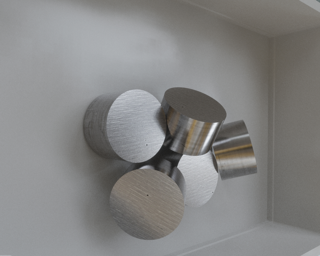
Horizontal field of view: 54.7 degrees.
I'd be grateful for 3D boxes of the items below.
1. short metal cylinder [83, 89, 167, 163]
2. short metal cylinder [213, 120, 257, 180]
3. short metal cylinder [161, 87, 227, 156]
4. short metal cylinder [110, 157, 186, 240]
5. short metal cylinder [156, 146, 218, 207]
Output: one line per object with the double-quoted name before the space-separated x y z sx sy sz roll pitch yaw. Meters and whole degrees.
"short metal cylinder" -0.039 -0.002 0.356 0.081 0.050 0.079 0 90 -40
"short metal cylinder" 0.106 0.032 0.453 0.080 0.050 0.080 -15 91 -81
"short metal cylinder" 0.036 -0.010 0.392 0.081 0.080 0.050 -11 133 -40
"short metal cylinder" -0.011 0.078 0.353 0.050 0.080 0.079 -51 133 -79
"short metal cylinder" 0.033 0.062 0.418 0.081 0.050 0.079 0 90 -40
